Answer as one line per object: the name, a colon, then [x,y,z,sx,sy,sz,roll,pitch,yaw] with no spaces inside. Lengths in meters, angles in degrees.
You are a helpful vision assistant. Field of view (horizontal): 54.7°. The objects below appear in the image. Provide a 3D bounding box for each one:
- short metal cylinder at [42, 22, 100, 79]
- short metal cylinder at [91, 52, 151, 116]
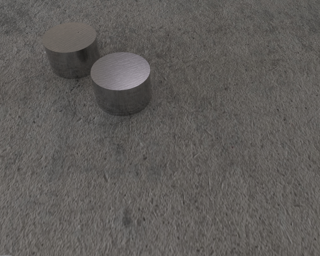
short metal cylinder: [-0.137,-0.123,0.489,0.080,0.050,0.080,0,50,0]
short metal cylinder: [-0.053,-0.063,0.439,0.080,0.050,0.080,0,50,0]
